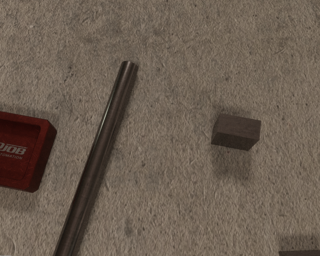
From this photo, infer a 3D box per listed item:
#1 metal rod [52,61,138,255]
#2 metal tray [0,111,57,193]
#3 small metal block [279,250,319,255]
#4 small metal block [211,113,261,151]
[{"bbox_3d":[-0.081,0.048,0.389,0.025,0.025,0.299,14,70,5],"label":"metal rod"},{"bbox_3d":[-0.210,0.025,0.393,0.131,0.030,0.090,10,70,3],"label":"metal tray"},{"bbox_3d":[0.168,0.166,0.350,0.050,0.025,0.050,-2,70,-1],"label":"small metal block"},{"bbox_3d":[0.095,0.006,0.394,0.050,0.050,0.025,11,71,3],"label":"small metal block"}]
